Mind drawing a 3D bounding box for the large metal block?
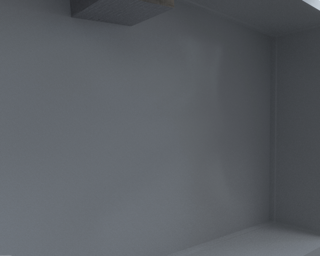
[{"bbox_3d":[-0.043,-0.150,0.334,0.081,0.080,0.050,-7,95,-40],"label":"large metal block"}]
